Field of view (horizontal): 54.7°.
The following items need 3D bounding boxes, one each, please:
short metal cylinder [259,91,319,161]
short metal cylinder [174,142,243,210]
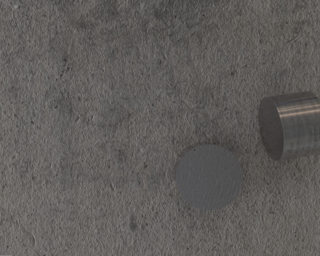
[{"bbox_3d":[0.161,-0.003,0.384,0.050,0.080,0.080,-9,90,0],"label":"short metal cylinder"},{"bbox_3d":[0.060,0.059,0.398,0.081,0.050,0.080,0,90,0],"label":"short metal cylinder"}]
